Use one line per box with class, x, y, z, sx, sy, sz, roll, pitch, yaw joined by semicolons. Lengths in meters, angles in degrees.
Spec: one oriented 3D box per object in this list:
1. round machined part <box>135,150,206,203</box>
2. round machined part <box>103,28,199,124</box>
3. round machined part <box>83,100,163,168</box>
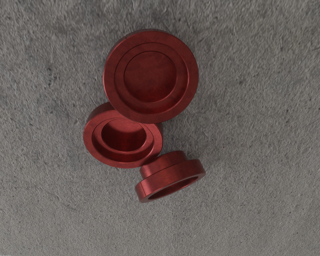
round machined part;0.010;0.065;0.431;0.099;0.042;0.098;-22;161;-8
round machined part;-0.011;-0.057;0.335;0.099;0.042;0.097;-4;115;-8
round machined part;-0.045;0.004;0.397;0.099;0.042;0.097;0;130;1
